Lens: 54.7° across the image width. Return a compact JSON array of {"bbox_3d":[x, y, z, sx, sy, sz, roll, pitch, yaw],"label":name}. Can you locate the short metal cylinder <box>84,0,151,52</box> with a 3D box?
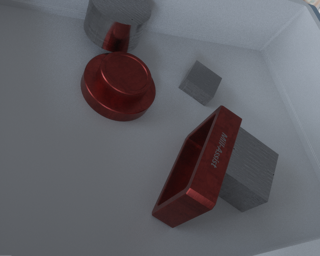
[{"bbox_3d":[-0.058,-0.149,0.420,0.081,0.050,0.080,12,55,-18],"label":"short metal cylinder"}]

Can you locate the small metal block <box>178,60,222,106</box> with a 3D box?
[{"bbox_3d":[0.064,-0.071,0.485,0.050,0.025,0.050,34,51,-6],"label":"small metal block"}]

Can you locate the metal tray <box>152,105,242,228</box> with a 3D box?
[{"bbox_3d":[0.044,0.044,0.362,0.030,0.090,0.130,34,51,-7],"label":"metal tray"}]

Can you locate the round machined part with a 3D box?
[{"bbox_3d":[-0.050,-0.061,0.406,0.099,0.042,0.098,14,56,-21],"label":"round machined part"}]

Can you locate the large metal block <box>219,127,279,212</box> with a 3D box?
[{"bbox_3d":[0.104,0.052,0.416,0.080,0.050,0.080,35,51,-5],"label":"large metal block"}]
